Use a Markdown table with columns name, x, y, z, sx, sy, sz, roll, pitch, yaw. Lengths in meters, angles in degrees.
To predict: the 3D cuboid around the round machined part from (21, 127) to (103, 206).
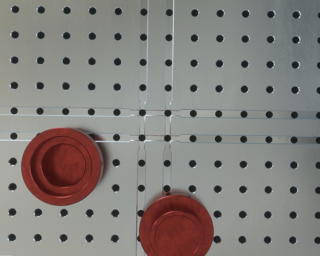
| name | x | y | z | sx | sy | sz | roll | pitch | yaw |
| --- | --- | --- | --- | --- | --- | --- | --- | --- | --- |
| round machined part | -0.123 | 0.048 | 0.403 | 0.099 | 0.042 | 0.097 | 0 | 90 | -1 |

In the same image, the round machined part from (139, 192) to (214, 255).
| name | x | y | z | sx | sy | sz | roll | pitch | yaw |
| --- | --- | --- | --- | --- | --- | --- | --- | --- | --- |
| round machined part | 0.022 | 0.137 | 0.405 | 0.099 | 0.042 | 0.097 | 0 | 90 | -1 |
